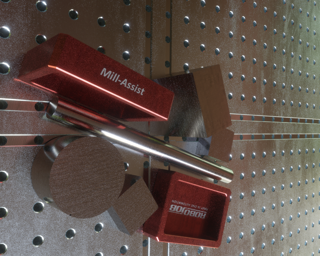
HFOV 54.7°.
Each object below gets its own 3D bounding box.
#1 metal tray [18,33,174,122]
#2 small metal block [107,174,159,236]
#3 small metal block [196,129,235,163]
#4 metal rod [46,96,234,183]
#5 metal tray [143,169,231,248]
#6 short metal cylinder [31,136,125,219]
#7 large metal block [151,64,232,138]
[{"bbox_3d":[-0.062,-0.042,0.313,0.131,0.090,0.030,23,76,-38],"label":"metal tray"},{"bbox_3d":[-0.036,0.093,0.380,0.050,0.025,0.050,-40,114,-33],"label":"small metal block"},{"bbox_3d":[0.086,0.024,0.481,0.050,0.025,0.050,22,76,-38],"label":"small metal block"},{"bbox_3d":[-0.001,0.028,0.408,0.302,0.025,0.025,24,75,-37],"label":"metal rod"},{"bbox_3d":[0.044,0.117,0.442,0.131,0.030,0.090,23,76,-38],"label":"metal tray"},{"bbox_3d":[-0.084,0.048,0.321,0.081,0.050,0.080,0,90,-40],"label":"short metal cylinder"},{"bbox_3d":[0.040,-0.034,0.408,0.050,0.080,0.080,-24,105,-38],"label":"large metal block"}]
